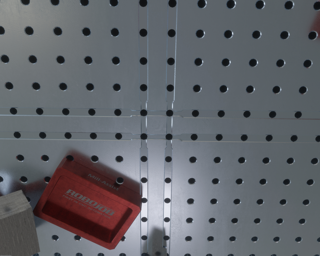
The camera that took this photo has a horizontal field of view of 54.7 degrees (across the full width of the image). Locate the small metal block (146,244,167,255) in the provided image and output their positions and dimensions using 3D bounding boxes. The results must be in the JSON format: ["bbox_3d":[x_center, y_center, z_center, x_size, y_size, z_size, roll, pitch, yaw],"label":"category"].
[{"bbox_3d":[-0.010,0.220,0.481,0.025,0.050,0.050,22,109,-8],"label":"small metal block"}]

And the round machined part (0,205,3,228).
[{"bbox_3d":[-0.288,0.136,0.452,0.099,0.042,0.097,0,110,0],"label":"round machined part"}]

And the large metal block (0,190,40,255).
[{"bbox_3d":[-0.220,0.144,0.427,0.081,0.050,0.079,-17,120,-34],"label":"large metal block"}]

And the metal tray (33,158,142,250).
[{"bbox_3d":[-0.103,0.112,0.450,0.131,0.030,0.090,29,107,-11],"label":"metal tray"}]
